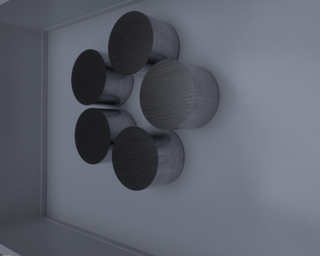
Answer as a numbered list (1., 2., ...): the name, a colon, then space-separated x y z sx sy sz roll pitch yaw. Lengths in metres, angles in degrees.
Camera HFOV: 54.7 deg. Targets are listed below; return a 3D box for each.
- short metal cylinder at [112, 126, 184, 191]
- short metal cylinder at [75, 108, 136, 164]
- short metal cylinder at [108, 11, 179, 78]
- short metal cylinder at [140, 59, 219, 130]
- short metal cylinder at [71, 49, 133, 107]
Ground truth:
1. short metal cylinder: -0.016 0.037 0.402 0.080 0.050 0.080 0 90 40
2. short metal cylinder: -0.080 0.011 0.454 0.080 0.050 0.080 0 90 40
3. short metal cylinder: -0.022 -0.106 0.406 0.080 0.050 0.080 0 90 40
4. short metal cylinder: 0.022 -0.038 0.370 0.080 0.050 0.080 0 90 40
5. short metal cylinder: -0.087 -0.072 0.460 0.080 0.050 0.080 0 90 40
